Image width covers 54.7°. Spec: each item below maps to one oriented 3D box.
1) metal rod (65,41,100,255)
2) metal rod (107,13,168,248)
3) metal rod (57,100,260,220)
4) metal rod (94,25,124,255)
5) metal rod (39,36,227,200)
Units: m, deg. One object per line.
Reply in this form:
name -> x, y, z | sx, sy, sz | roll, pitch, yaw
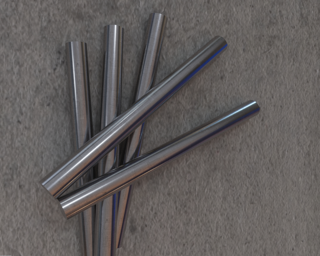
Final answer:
metal rod -> -0.091, 0.048, 0.376 | 0.025, 0.025, 0.298 | -4, 92, -20
metal rod -> -0.031, 0.000, 0.398 | 0.025, 0.025, 0.298 | 13, 86, -20
metal rod -> 0.019, 0.026, 0.389 | 0.302, 0.025, 0.025 | -25, 99, -29
metal rod -> -0.061, 0.024, 0.374 | 0.025, 0.025, 0.298 | 3, 84, -20
metal rod -> -0.014, -0.029, 0.376 | 0.301, 0.025, 0.025 | -43, 104, -26
